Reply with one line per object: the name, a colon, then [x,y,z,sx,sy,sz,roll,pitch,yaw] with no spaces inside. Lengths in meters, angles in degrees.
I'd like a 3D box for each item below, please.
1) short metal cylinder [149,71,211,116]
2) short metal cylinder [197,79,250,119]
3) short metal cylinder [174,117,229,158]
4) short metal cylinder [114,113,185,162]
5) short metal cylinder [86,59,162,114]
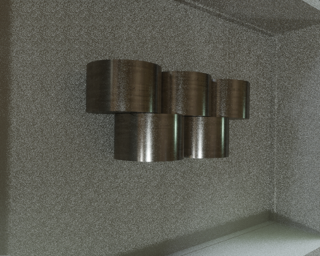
short metal cylinder: [0.024,-0.039,0.388,0.081,0.080,0.050,1,90,-40]
short metal cylinder: [0.086,-0.038,0.440,0.081,0.080,0.050,2,89,-40]
short metal cylinder: [0.051,0.012,0.411,0.081,0.080,0.050,1,90,-40]
short metal cylinder: [-0.012,0.010,0.358,0.081,0.080,0.050,1,90,-40]
short metal cylinder: [-0.039,-0.041,0.336,0.081,0.080,0.050,1,90,-40]
